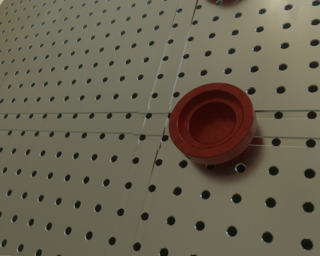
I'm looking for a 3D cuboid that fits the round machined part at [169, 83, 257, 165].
[{"bbox_3d":[0.063,-0.002,0.364,0.098,0.042,0.098,-13,56,20],"label":"round machined part"}]
